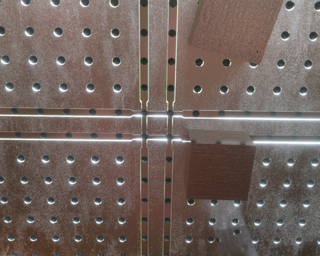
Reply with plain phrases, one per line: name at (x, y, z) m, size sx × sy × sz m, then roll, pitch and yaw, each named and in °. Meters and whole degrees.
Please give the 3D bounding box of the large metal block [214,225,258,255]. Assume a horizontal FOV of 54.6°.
large metal block at (0.119, 0.207, 0.461) m, size 0.050 × 0.080 × 0.080 m, roll -12°, pitch 110°, yaw 4°

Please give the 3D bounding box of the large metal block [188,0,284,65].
large metal block at (0.083, -0.125, 0.355) m, size 0.080 × 0.050 × 0.079 m, roll 14°, pitch 110°, yaw -5°

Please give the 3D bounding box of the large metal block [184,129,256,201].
large metal block at (0.077, 0.049, 0.419) m, size 0.080 × 0.050 × 0.079 m, roll 2°, pitch 110°, yaw -1°
